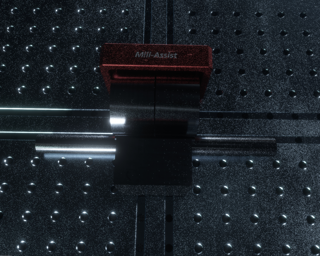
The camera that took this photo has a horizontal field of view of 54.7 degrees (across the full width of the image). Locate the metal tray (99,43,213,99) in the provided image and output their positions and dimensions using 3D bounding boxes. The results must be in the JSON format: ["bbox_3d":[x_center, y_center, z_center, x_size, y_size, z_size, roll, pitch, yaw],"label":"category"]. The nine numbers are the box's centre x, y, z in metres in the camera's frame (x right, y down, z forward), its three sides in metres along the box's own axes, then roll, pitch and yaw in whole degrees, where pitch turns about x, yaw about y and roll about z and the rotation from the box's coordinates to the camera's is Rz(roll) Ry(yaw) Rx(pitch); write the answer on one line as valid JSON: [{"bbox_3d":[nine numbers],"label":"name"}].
[{"bbox_3d":[-0.004,-0.069,0.398,0.131,0.090,0.030,1,70,0],"label":"metal tray"}]

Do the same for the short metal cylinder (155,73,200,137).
[{"bbox_3d":[0.020,-0.029,0.390,0.050,0.080,0.080,2,70,0],"label":"short metal cylinder"}]

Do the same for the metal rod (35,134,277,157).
[{"bbox_3d":[-0.005,0.022,0.399,0.302,0.025,0.025,1,70,0],"label":"metal rod"}]

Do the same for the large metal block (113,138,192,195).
[{"bbox_3d":[-0.007,0.048,0.360,0.081,0.080,0.050,1,70,0],"label":"large metal block"}]

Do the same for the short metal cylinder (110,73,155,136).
[{"bbox_3d":[-0.032,-0.030,0.390,0.050,0.080,0.080,1,70,0],"label":"short metal cylinder"}]
